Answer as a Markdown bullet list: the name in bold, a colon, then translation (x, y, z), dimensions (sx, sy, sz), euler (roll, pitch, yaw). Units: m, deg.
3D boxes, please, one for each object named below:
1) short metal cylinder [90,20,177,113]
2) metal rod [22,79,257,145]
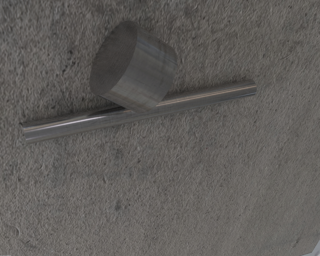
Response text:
- **short metal cylinder**: translation (-0.029, -0.061, 0.318), dimensions (0.050, 0.080, 0.080), euler (23, 106, -37)
- **metal rod**: translation (-0.007, -0.026, 0.386), dimensions (0.302, 0.025, 0.025), euler (-13, 124, -21)
